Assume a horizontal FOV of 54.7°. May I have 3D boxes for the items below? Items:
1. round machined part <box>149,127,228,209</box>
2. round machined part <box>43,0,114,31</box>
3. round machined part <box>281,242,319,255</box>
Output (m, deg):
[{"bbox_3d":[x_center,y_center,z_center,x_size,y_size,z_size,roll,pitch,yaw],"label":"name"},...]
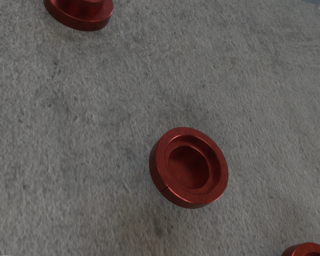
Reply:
[{"bbox_3d":[0.031,0.051,0.380,0.099,0.042,0.098,14,56,-21],"label":"round machined part"},{"bbox_3d":[-0.115,-0.192,0.449,0.099,0.042,0.098,14,56,-21],"label":"round machined part"},{"bbox_3d":[0.180,0.193,0.375,0.099,0.042,0.098,14,56,-21],"label":"round machined part"}]
